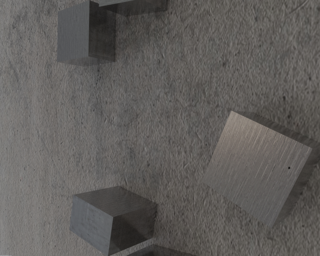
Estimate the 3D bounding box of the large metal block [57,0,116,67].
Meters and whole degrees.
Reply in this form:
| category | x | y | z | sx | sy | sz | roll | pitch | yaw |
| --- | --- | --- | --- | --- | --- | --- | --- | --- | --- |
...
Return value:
| category | x | y | z | sx | sy | sz | roll | pitch | yaw |
| --- | --- | --- | --- | --- | --- | --- | --- | --- | --- |
| large metal block | -0.115 | -0.143 | 0.484 | 0.080 | 0.050 | 0.079 | 3 | 92 | 40 |

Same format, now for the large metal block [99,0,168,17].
| category | x | y | z | sx | sy | sz | roll | pitch | yaw |
| --- | --- | --- | --- | --- | --- | --- | --- | --- | --- |
| large metal block | -0.033 | -0.201 | 0.416 | 0.080 | 0.050 | 0.079 | 10 | 96 | 39 |

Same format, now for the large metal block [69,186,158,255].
| category | x | y | z | sx | sy | sz | roll | pitch | yaw |
| --- | --- | --- | --- | --- | --- | --- | --- | --- | --- |
| large metal block | -0.063 | 0.121 | 0.421 | 0.080 | 0.081 | 0.050 | 14 | 99 | 39 |

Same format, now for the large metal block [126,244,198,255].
| category | x | y | z | sx | sy | sz | roll | pitch | yaw |
| --- | --- | --- | --- | --- | --- | --- | --- | --- | --- |
| large metal block | 0.006 | 0.199 | 0.384 | 0.080 | 0.050 | 0.080 | -3 | 88 | 40 |

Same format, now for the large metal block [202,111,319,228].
| category | x | y | z | sx | sy | sz | roll | pitch | yaw |
| --- | --- | --- | --- | --- | --- | --- | --- | --- | --- |
| large metal block | 0.100 | 0.036 | 0.306 | 0.080 | 0.050 | 0.079 | 31 | 109 | 35 |
